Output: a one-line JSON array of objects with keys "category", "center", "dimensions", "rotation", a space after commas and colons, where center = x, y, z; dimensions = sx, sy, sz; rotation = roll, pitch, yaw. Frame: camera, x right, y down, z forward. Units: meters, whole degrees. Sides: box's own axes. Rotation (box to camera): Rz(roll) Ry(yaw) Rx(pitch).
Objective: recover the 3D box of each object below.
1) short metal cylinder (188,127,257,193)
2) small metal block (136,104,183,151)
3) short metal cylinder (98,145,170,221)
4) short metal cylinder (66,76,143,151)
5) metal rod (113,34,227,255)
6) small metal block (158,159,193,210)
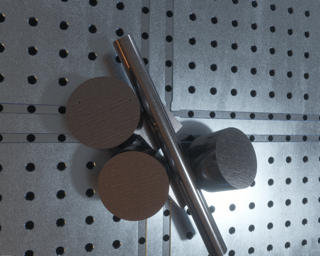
[{"category": "short metal cylinder", "center": [0.084, 0.044, 0.413], "dimensions": [0.081, 0.050, 0.080], "rotation": [13, 67, -35]}, {"category": "small metal block", "center": [-0.008, -0.004, 0.406], "dimensions": [0.050, 0.025, 0.050], "rotation": [-45, 104, -14]}, {"category": "short metal cylinder", "center": [-0.029, 0.063, 0.371], "dimensions": [0.080, 0.050, 0.079], "rotation": [0, 94, 2]}, {"category": "short metal cylinder", "center": [-0.061, -0.014, 0.358], "dimensions": [0.081, 0.050, 0.080], "rotation": [0, 82, 1]}, {"category": "metal rod", "center": [0.016, 0.029, 0.388], "dimensions": [0.025, 0.025, 0.299], "rotation": [-27, 99, -18]}, {"category": "small metal block", "center": [0.028, 0.073, 0.419], "dimensions": [0.050, 0.025, 0.050], "rotation": [-42, 104, -15]}]
